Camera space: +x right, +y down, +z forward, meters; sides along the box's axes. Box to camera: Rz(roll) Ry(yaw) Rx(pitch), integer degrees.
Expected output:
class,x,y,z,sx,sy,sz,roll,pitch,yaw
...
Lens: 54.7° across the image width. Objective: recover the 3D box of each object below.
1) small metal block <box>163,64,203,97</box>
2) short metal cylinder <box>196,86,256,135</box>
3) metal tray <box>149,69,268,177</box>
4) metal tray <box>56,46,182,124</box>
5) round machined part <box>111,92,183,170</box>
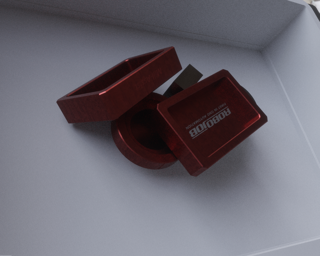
class,x,y,z,sx,sy,sz,roll,pitch,yaw
small metal block,0.029,-0.056,0.438,0.025,0.050,0.050,40,49,-2
short metal cylinder,0.096,-0.023,0.455,0.081,0.050,0.080,14,56,-21
metal tray,0.063,-0.011,0.382,0.131,0.030,0.090,-31,78,-34
metal tray,-0.045,-0.052,0.369,0.131,0.090,0.030,-43,119,-40
round machined part,-0.014,0.006,0.384,0.099,0.042,0.098,14,56,-21
